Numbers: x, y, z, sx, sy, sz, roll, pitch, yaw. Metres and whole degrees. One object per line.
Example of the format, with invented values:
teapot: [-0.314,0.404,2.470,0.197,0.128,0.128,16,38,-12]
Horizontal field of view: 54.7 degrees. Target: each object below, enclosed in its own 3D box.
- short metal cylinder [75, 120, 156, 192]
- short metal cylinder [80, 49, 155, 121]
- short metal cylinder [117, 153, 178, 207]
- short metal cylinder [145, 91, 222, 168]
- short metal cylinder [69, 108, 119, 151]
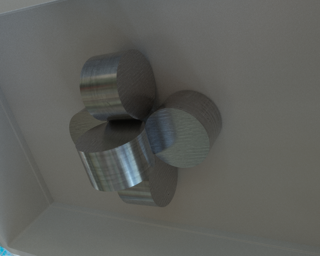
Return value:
short metal cylinder: [-0.050,0.028,0.358,0.080,0.080,0.050,-1,118,29]
short metal cylinder: [-0.047,-0.049,0.365,0.050,0.080,0.080,-2,117,29]
short metal cylinder: [-0.016,0.064,0.419,0.050,0.080,0.080,-2,117,29]
short metal cylinder: [0.029,0.001,0.375,0.080,0.050,0.079,13,124,21]
short metal cylinder: [-0.078,0.002,0.432,0.080,0.050,0.079,13,124,21]
